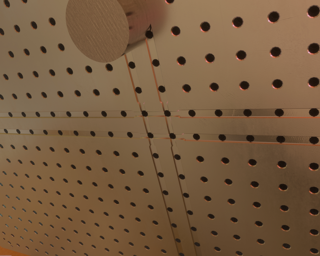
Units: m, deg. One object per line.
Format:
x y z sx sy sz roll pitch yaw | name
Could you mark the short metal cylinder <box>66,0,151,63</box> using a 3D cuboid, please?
-0.058 -0.121 0.352 0.080 0.050 0.080 13 124 21 | short metal cylinder
